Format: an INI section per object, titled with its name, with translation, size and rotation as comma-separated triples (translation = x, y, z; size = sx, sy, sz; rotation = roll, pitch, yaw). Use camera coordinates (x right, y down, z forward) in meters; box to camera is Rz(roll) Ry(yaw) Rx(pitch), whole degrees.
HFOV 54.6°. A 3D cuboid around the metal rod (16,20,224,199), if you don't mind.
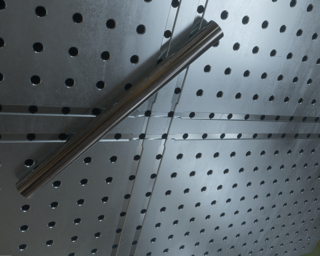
[metal rod]
translation = -0.047, -0.023, 0.370
size = 0.300, 0.025, 0.025
rotation = -40, 129, -1
